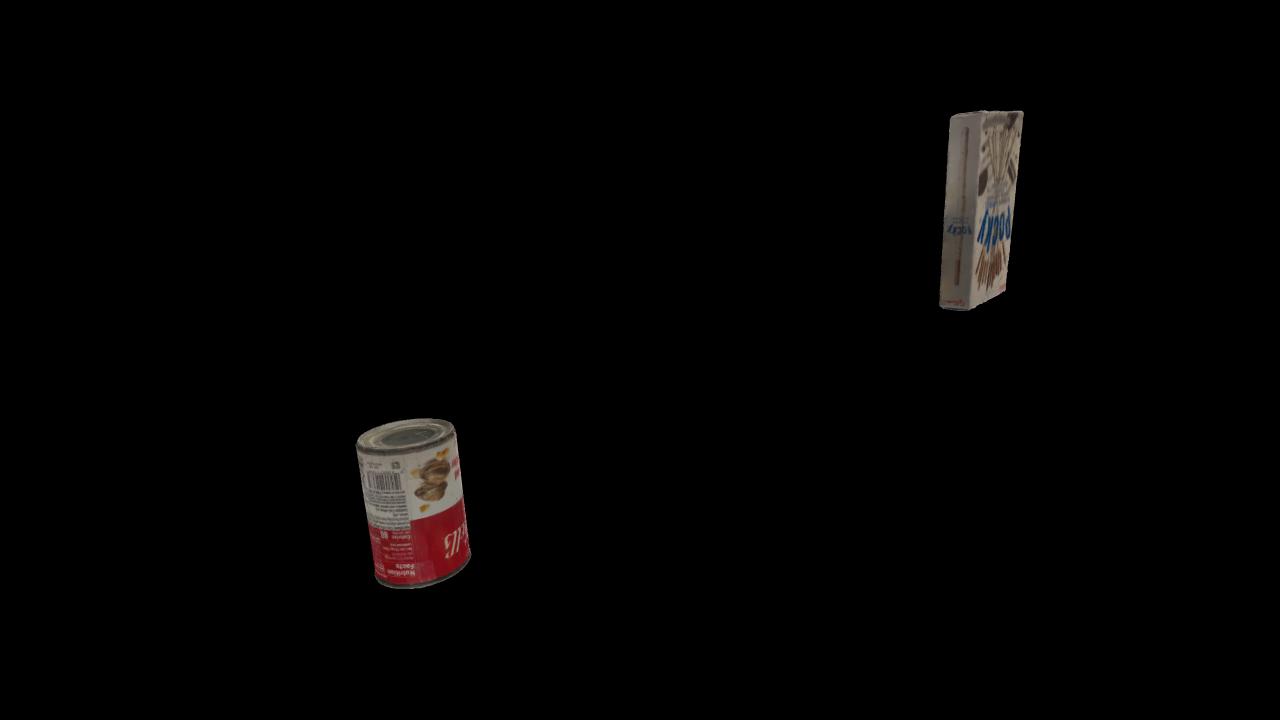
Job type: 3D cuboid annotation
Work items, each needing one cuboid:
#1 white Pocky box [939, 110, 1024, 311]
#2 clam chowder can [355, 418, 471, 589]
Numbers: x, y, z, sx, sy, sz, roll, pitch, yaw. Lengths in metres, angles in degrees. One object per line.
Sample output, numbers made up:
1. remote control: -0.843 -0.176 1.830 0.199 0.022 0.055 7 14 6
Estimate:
1. white Pocky box: 0.283 -0.125 0.512 0.084 0.154 0.028 -19 22 -38
2. clam chowder can: -0.161 0.100 0.440 0.068 0.102 0.068 -3 13 1
